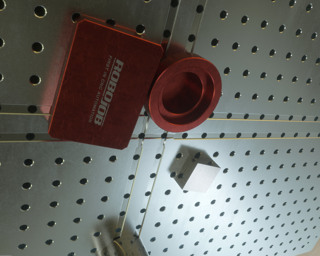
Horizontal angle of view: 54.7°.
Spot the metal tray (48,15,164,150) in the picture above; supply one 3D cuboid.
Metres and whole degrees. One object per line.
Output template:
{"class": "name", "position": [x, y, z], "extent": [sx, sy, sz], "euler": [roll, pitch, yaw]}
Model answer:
{"class": "metal tray", "position": [-0.062, -0.044, 0.339], "extent": [0.091, 0.030, 0.129], "euler": [12, 112, -25]}

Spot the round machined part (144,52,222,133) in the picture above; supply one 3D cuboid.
{"class": "round machined part", "position": [0.024, -0.046, 0.384], "extent": [0.099, 0.042, 0.097], "euler": [-14, 125, -21]}

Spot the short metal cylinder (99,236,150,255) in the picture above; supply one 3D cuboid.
{"class": "short metal cylinder", "position": [-0.055, 0.224, 0.504], "extent": [0.081, 0.050, 0.079], "euler": [-14, 124, -21]}

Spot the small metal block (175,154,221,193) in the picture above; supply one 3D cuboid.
{"class": "small metal block", "position": [0.060, 0.073, 0.489], "extent": [0.050, 0.025, 0.050], "euler": [16, 110, -35]}
